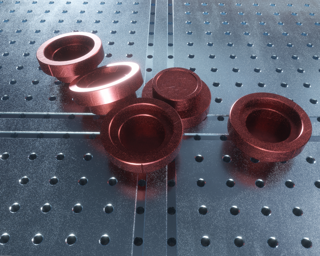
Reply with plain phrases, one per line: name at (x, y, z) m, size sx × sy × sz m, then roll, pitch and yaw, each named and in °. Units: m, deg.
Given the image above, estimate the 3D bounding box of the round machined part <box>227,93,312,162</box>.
round machined part at (0.135, 0.003, 0.395) m, size 0.099 × 0.042 × 0.098 m, roll 0°, pitch 50°, yaw 0°

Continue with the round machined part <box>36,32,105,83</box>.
round machined part at (-0.135, -0.106, 0.480) m, size 0.098 × 0.042 × 0.098 m, roll -3°, pitch 44°, yaw 3°

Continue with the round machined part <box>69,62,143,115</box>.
round machined part at (-0.070, -0.052, 0.425) m, size 0.098 × 0.042 × 0.098 m, roll -11°, pitch 29°, yaw 7°

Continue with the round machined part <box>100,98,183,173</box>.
round machined part at (-0.021, 0.012, 0.383) m, size 0.099 × 0.042 × 0.098 m, roll 0°, pitch 54°, yaw 1°

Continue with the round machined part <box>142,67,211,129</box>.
round machined part at (0.023, -0.048, 0.438) m, size 0.099 × 0.042 × 0.098 m, roll 0°, pitch 50°, yaw 0°
